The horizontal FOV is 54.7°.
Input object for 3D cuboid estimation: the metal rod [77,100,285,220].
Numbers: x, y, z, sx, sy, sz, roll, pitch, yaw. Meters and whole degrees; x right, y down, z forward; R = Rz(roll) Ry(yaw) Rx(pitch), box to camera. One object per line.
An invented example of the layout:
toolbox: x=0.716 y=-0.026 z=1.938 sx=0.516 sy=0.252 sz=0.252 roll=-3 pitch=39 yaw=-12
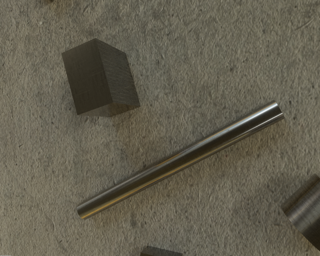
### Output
metal rod: x=0.014 y=0.049 z=0.403 sx=0.300 sy=0.025 sz=0.025 roll=-30 pitch=81 yaw=17

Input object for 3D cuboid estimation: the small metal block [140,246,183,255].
small metal block: x=0.000 y=0.189 z=0.408 sx=0.050 sy=0.025 sz=0.050 roll=5 pitch=92 yaw=19

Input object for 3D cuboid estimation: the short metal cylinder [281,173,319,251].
short metal cylinder: x=0.174 y=0.093 z=0.319 sx=0.080 sy=0.080 sz=0.050 roll=44 pitch=104 yaw=14

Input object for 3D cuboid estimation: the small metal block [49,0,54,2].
small metal block: x=-0.170 y=-0.230 z=0.467 sx=0.050 sy=0.025 sz=0.050 roll=-45 pitch=77 yaw=14

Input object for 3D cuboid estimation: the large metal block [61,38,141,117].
large metal block: x=-0.074 y=-0.061 z=0.405 sx=0.050 sy=0.080 sz=0.080 roll=-18 pitch=84 yaw=19
